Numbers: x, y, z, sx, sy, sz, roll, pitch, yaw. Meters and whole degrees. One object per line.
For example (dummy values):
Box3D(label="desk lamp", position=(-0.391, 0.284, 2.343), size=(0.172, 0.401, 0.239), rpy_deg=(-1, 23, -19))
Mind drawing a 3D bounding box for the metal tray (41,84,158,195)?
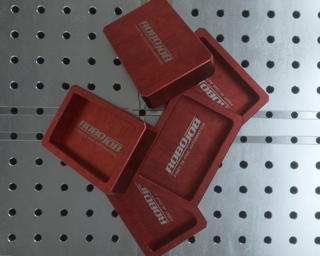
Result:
Box3D(label="metal tray", position=(-0.078, 0.011, 0.379), size=(0.130, 0.030, 0.090), rpy_deg=(28, 90, 30))

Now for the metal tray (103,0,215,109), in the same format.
Box3D(label="metal tray", position=(-0.005, -0.096, 0.380), size=(0.090, 0.030, 0.130), rpy_deg=(-30, 60, -1))

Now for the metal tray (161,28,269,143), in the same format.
Box3D(label="metal tray", position=(0.066, -0.054, 0.411), size=(0.090, 0.030, 0.130), rpy_deg=(-43, 91, 0))

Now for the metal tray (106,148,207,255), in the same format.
Box3D(label="metal tray", position=(-0.010, 0.095, 0.410), size=(0.090, 0.030, 0.130), rpy_deg=(-33, 90, -1))

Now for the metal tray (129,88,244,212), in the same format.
Box3D(label="metal tray", position=(0.031, 0.024, 0.381), size=(0.090, 0.030, 0.130), rpy_deg=(29, 90, -1))
